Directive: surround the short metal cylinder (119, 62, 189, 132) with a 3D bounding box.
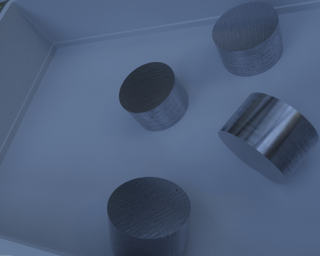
[{"bbox_3d":[-0.008,-0.042,0.420,0.080,0.050,0.080,-13,56,21],"label":"short metal cylinder"}]

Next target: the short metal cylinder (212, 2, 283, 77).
[{"bbox_3d":[0.114,-0.114,0.400,0.080,0.050,0.080,-13,56,21],"label":"short metal cylinder"}]

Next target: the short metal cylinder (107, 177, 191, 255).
[{"bbox_3d":[-0.011,0.095,0.313,0.081,0.050,0.080,1,32,-1],"label":"short metal cylinder"}]

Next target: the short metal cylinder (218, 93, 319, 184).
[{"bbox_3d":[0.106,0.010,0.309,0.050,0.080,0.080,-49,51,-6],"label":"short metal cylinder"}]

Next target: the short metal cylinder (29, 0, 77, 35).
[{"bbox_3d":[-0.216,-0.234,0.631,0.050,0.080,0.080,-7,59,25],"label":"short metal cylinder"}]
